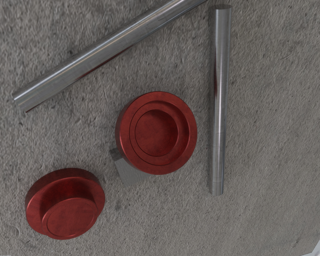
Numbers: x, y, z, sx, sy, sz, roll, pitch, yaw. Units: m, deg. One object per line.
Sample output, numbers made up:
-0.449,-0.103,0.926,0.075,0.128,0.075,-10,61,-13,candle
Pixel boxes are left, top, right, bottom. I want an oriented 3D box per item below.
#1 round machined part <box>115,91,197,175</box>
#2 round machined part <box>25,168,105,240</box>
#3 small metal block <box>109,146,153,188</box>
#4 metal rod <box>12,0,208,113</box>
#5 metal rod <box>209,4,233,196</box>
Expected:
-0.007,0.006,0.378,0.099,0.042,0.097,1,88,-24,round machined part
-0.118,0.103,0.395,0.099,0.042,0.097,-14,124,-21,round machined part
-0.035,0.046,0.416,0.050,0.025,0.050,-24,127,-14,small metal block
-0.017,-0.108,0.330,0.301,0.025,0.025,-34,129,-6,metal rod
0.083,-0.017,0.441,0.025,0.025,0.298,-18,126,-18,metal rod
